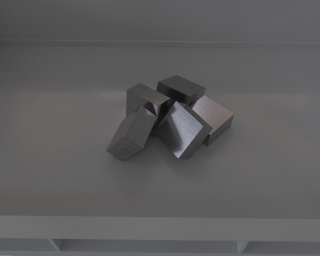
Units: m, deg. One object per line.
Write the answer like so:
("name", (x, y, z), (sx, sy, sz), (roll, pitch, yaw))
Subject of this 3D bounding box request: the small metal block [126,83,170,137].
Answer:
("small metal block", (-0.017, -0.024, 0.404), (0.050, 0.050, 0.025), (29, 44, 25))

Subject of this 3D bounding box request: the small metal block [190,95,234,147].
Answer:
("small metal block", (0.062, -0.010, 0.414), (0.050, 0.025, 0.050), (37, 59, 26))

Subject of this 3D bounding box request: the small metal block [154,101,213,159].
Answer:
("small metal block", (0.028, 0.003, 0.384), (0.050, 0.050, 0.025), (46, 20, 31))

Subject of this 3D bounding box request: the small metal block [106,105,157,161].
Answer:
("small metal block", (-0.035, 0.007, 0.379), (0.025, 0.050, 0.050), (36, 51, -16))

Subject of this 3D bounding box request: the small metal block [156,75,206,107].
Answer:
("small metal block", (0.029, -0.049, 0.435), (0.050, 0.025, 0.050), (29, 32, 22))
